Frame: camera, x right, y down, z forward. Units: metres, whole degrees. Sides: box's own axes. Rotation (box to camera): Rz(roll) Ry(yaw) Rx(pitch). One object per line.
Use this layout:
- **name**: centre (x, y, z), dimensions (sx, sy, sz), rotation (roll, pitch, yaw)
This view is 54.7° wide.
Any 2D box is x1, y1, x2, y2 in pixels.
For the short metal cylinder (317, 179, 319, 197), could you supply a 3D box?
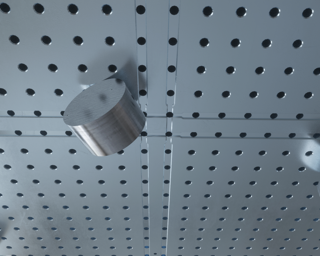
- **short metal cylinder**: centre (0.278, 0.081, 0.447), dimensions (0.080, 0.080, 0.050), rotation (-2, 130, 1)

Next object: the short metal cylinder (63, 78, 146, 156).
- **short metal cylinder**: centre (-0.064, -0.013, 0.363), dimensions (0.080, 0.080, 0.050), rotation (-19, 128, 15)
